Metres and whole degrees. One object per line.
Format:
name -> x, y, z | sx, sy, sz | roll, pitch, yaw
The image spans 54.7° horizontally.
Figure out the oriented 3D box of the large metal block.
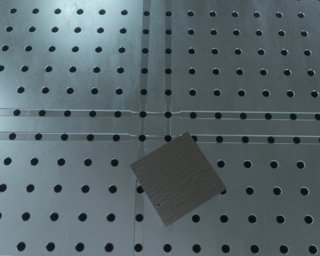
large metal block -> 0.020, 0.064, 0.375 | 0.080, 0.050, 0.080 | -30, 73, -11
